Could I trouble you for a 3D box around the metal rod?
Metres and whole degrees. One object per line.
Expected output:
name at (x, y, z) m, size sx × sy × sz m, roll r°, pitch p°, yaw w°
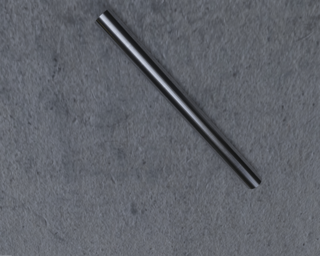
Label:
metal rod at (0.033, -0.027, 0.400) m, size 0.025 × 0.025 × 0.300 m, roll -40°, pitch 106°, yaw 13°
